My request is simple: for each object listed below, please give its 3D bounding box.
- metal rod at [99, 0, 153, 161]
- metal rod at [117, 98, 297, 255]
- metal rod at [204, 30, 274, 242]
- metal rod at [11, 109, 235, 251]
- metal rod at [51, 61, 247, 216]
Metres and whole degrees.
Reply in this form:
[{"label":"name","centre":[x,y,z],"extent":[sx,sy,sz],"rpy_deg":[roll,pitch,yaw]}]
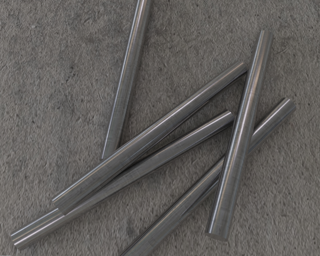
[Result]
[{"label":"metal rod","centre":[-0.041,-0.096,0.442],"extent":[0.025,0.025,0.299],"rpy_deg":[9,70,3]},{"label":"metal rod","centre":[0.064,0.064,0.384],"extent":[0.301,0.025,0.025],"rpy_deg":[-41,75,-14]},{"label":"metal rod","centre":[0.107,-0.011,0.391],"extent":[0.025,0.025,0.300],"rpy_deg":[18,63,6]},{"label":"metal rod","centre":[-0.036,0.058,0.386],"extent":[0.301,0.025,0.025],"rpy_deg":[-29,73,-10]},{"label":"metal rod","centre":[0.001,0.002,0.392],"extent":[0.301,0.025,0.025],"rpy_deg":[-37,74,-18]}]
